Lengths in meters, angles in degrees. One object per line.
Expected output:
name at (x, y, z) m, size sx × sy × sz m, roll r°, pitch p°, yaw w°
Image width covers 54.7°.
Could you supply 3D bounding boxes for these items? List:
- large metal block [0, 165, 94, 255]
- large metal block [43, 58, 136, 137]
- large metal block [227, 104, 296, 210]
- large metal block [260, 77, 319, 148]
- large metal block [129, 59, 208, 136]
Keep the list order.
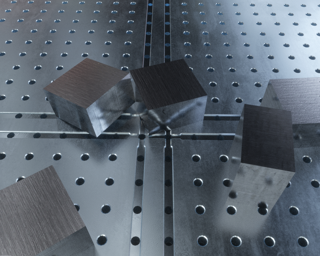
large metal block at (-0.124, 0.097, 0.308) m, size 0.081 × 0.050 × 0.080 m, roll -27°, pitch 55°, yaw -21°
large metal block at (-0.093, -0.044, 0.421) m, size 0.080 × 0.050 × 0.080 m, roll 24°, pitch 54°, yaw 28°
large metal block at (0.110, 0.033, 0.346) m, size 0.050 × 0.080 × 0.080 m, roll 10°, pitch 51°, yaw 8°
large metal block at (0.190, -0.021, 0.412) m, size 0.081 × 0.050 × 0.080 m, roll -3°, pitch 50°, yaw -3°
large metal block at (0.009, -0.044, 0.429) m, size 0.081 × 0.050 × 0.080 m, roll -15°, pitch 52°, yaw -13°
